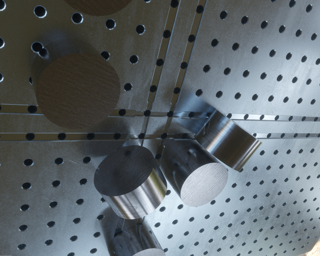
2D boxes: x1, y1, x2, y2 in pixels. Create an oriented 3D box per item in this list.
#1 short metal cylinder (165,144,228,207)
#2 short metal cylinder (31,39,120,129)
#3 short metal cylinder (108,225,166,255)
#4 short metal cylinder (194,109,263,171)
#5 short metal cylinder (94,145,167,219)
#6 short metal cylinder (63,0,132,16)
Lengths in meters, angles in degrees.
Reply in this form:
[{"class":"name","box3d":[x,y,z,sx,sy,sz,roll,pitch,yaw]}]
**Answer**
[{"class":"short metal cylinder","box3d":[0.055,0.072,0.469,0.081,0.050,0.079,-14,124,-21]},{"class":"short metal cylinder","box3d":[-0.087,-0.046,0.319,0.081,0.050,0.079,-14,124,-21]},{"class":"short metal cylinder","box3d":[-0.037,0.205,0.501,0.081,0.050,0.079,-14,124,-21]},{"class":"short metal cylinder","box3d":[0.096,0.016,0.438,0.080,0.080,0.050,28,103,-38]},{"class":"short metal cylinder","box3d":[-0.037,0.068,0.398,0.080,0.080,0.050,-31,129,-8]},{"class":"short metal cylinder","box3d":[-0.061,-0.145,0.272,0.081,0.050,0.079,-14,124,-21]}]
